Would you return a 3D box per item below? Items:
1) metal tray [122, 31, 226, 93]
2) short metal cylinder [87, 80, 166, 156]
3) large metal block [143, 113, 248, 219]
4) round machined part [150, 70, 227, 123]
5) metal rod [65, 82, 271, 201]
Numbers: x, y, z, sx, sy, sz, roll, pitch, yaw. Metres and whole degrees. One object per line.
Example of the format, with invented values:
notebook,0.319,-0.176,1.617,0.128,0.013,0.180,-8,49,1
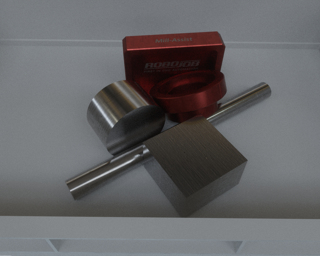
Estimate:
metal tray,0.017,-0.084,0.430,0.131,0.089,0.030,-5,51,-5
short metal cylinder,-0.041,-0.011,0.376,0.081,0.080,0.050,-27,55,-21
large metal block,0.037,0.041,0.351,0.081,0.050,0.080,-26,55,-21
round machined part,0.039,-0.040,0.408,0.098,0.042,0.098,-13,24,6
metal rod,0.026,0.007,0.397,0.302,0.025,0.025,-26,55,-21
